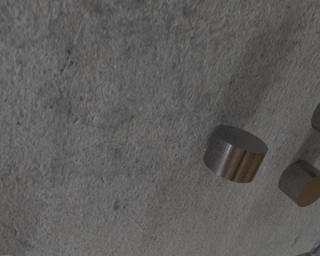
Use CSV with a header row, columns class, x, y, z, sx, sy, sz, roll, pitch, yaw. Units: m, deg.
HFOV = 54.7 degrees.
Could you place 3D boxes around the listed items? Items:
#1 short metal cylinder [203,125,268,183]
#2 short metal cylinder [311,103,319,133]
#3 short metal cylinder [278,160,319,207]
class,x,y,z,sx,sy,sz,roll,pitch,yaw
short metal cylinder,0.110,0.037,0.457,0.081,0.080,0.050,3,117,-31
short metal cylinder,0.325,-0.018,0.561,0.081,0.050,0.079,-14,125,-21
short metal cylinder,0.286,0.111,0.619,0.081,0.050,0.079,-14,125,-21
